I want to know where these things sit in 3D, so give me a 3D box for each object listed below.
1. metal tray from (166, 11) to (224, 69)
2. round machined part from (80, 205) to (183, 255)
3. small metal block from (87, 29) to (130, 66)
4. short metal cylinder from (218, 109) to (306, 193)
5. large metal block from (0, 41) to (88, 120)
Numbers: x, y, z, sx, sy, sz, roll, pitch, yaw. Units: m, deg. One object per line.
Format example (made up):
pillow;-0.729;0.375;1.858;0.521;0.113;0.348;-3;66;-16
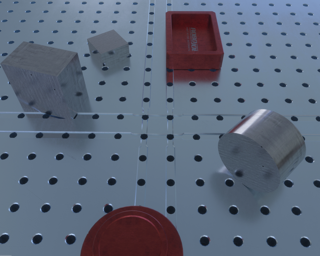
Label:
metal tray;0.055;-0.154;0.533;0.091;0.030;0.130;0;50;0
round machined part;-0.027;0.119;0.296;0.099;0.042;0.098;0;50;0
small metal block;-0.086;-0.135;0.521;0.050;0.025;0.050;-28;55;-21
short metal cylinder;0.114;0.026;0.351;0.050;0.080;0.080;-36;59;-26
large metal block;-0.153;-0.064;0.424;0.080;0.080;0.050;14;52;11
